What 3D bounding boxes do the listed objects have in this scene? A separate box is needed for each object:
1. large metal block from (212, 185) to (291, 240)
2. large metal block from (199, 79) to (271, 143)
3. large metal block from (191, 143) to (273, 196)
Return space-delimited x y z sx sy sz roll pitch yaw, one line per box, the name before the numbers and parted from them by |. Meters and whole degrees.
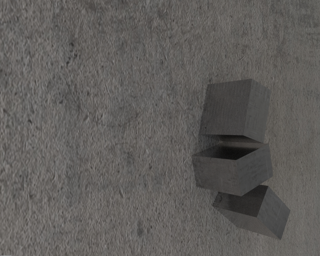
large metal block | 0.145 0.127 0.490 0.080 0.080 0.050 43 64 -32
large metal block | 0.111 -0.023 0.461 0.050 0.080 0.080 19 78 -39
large metal block | 0.107 0.056 0.458 0.081 0.080 0.050 -17 101 -39
